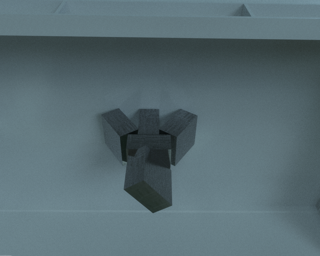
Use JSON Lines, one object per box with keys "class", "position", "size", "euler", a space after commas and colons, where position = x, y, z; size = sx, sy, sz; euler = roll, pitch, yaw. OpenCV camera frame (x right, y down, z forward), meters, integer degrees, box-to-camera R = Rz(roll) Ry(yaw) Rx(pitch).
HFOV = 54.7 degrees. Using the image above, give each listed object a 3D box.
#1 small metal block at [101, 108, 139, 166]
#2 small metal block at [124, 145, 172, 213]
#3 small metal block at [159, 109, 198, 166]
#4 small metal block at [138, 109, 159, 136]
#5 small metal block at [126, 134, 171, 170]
{"class": "small metal block", "position": [-0.050, 0.011, 0.395], "size": [0.025, 0.050, 0.050], "euler": [-23, 136, -25]}
{"class": "small metal block", "position": [-0.012, 0.056, 0.338], "size": [0.025, 0.050, 0.050], "euler": [-28, 125, 22]}
{"class": "small metal block", "position": [0.023, 0.012, 0.398], "size": [0.025, 0.050, 0.050], "euler": [24, 135, 25]}
{"class": "small metal block", "position": [-0.014, 0.010, 0.398], "size": [0.025, 0.050, 0.050], "euler": [1, 130, -1]}
{"class": "small metal block", "position": [-0.013, 0.035, 0.369], "size": [0.050, 0.025, 0.050], "euler": [0, 130, -1]}
